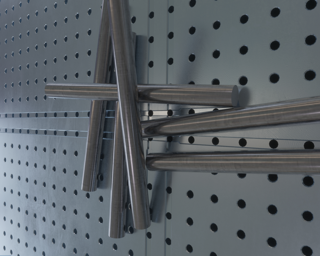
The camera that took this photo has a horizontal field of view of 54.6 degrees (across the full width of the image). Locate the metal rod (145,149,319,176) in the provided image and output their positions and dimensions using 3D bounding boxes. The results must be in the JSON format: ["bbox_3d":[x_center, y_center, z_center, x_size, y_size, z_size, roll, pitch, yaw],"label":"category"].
[{"bbox_3d":[0.104,0.035,0.324,0.300,0.025,0.025,-5,87,40],"label":"metal rod"}]

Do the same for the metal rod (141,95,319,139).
[{"bbox_3d":[0.090,-0.011,0.335,0.300,0.025,0.025,-7,86,40],"label":"metal rod"}]

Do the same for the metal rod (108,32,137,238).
[{"bbox_3d":[-0.056,0.011,0.456,0.025,0.025,0.298,6,94,40],"label":"metal rod"}]

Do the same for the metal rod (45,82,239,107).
[{"bbox_3d":[-0.045,-0.048,0.419,0.300,0.025,0.025,6,94,31],"label":"metal rod"}]

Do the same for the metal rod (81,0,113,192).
[{"bbox_3d":[-0.095,-0.047,0.489,0.025,0.025,0.298,14,99,39],"label":"metal rod"}]

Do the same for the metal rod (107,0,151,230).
[{"bbox_3d":[-0.037,-0.009,0.394,0.025,0.025,0.298,8,110,40],"label":"metal rod"}]
